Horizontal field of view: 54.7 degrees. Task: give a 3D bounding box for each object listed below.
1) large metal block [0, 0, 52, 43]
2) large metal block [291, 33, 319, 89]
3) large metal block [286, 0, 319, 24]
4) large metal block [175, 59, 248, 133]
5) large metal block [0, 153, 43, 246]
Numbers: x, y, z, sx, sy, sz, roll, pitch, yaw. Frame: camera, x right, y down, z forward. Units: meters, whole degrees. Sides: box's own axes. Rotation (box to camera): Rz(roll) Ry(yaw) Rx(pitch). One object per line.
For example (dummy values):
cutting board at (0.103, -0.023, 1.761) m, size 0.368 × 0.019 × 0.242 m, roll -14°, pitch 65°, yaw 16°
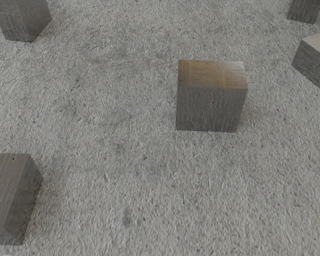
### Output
large metal block at (-0.241, -0.208, 0.540) m, size 0.050 × 0.080 × 0.080 m, roll 10°, pitch 51°, yaw 8°
large metal block at (0.269, -0.105, 0.477) m, size 0.081 × 0.050 × 0.080 m, roll -21°, pitch 53°, yaw -17°
large metal block at (0.282, -0.257, 0.585) m, size 0.050 × 0.080 × 0.080 m, roll 16°, pitch 52°, yaw 13°
large metal block at (0.062, -0.040, 0.401) m, size 0.080 × 0.080 × 0.050 m, roll 2°, pitch 50°, yaw 2°
large metal block at (-0.180, 0.073, 0.324) m, size 0.080 × 0.050 × 0.080 m, roll 1°, pitch 50°, yaw 1°
